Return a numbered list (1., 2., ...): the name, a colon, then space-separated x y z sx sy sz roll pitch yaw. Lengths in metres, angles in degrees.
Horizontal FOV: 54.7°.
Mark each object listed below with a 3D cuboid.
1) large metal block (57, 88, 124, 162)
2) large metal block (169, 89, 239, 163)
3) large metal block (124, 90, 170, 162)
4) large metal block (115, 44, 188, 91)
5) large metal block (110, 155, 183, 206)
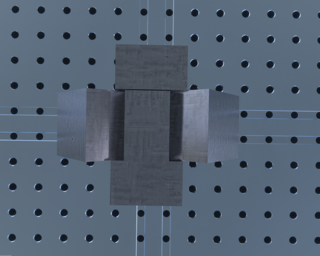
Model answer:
1. large metal block: -0.086 -0.004 0.378 0.050 0.080 0.079 0 91 -40
2. large metal block: 0.056 -0.002 0.378 0.050 0.081 0.079 1 89 37
3. large metal block: -0.015 -0.002 0.385 0.050 0.080 0.079 1 90 0
4. large metal block: -0.010 -0.068 0.385 0.081 0.080 0.050 1 90 -1
5. large metal block: -0.015 0.061 0.385 0.081 0.080 0.050 1 90 -1
